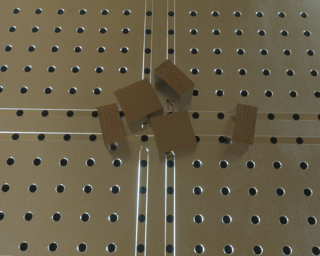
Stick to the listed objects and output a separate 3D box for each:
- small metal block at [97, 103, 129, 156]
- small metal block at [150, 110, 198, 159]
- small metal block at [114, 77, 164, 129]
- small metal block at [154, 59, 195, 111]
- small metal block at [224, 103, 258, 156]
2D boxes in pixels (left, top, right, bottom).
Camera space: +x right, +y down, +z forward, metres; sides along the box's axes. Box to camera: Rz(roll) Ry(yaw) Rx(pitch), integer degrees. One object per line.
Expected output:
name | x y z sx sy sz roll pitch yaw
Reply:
small metal block | -0.059 0.003 0.397 0.025 0.050 0.050 -14 71 -5
small metal block | 0.017 0.008 0.409 0.050 0.025 0.050 -13 71 -5
small metal block | -0.029 -0.034 0.424 0.050 0.025 0.050 -25 72 -9
small metal block | 0.018 -0.057 0.420 0.025 0.050 0.050 -41 75 -13
small metal block | 0.103 0.003 0.398 0.025 0.050 0.050 12 71 4
